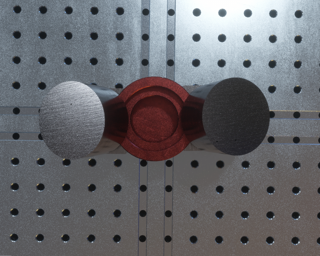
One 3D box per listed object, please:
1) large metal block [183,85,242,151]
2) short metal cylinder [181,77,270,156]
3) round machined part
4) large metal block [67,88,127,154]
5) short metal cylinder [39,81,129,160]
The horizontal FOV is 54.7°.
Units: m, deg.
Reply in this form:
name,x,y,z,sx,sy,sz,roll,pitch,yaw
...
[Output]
name,x,y,z,sx,sy,sz,roll,pitch,yaw
large metal block,0.069,-0.013,0.401,0.081,0.050,0.080,-1,90,0
short metal cylinder,0.070,-0.012,0.338,0.081,0.050,0.080,0,90,-20
round machined part,-0.006,-0.011,0.375,0.099,0.042,0.097,0,90,0
large metal block,-0.081,-0.009,0.400,0.081,0.050,0.080,1,90,0
short metal cylinder,-0.082,-0.008,0.337,0.080,0.050,0.079,0,91,21
